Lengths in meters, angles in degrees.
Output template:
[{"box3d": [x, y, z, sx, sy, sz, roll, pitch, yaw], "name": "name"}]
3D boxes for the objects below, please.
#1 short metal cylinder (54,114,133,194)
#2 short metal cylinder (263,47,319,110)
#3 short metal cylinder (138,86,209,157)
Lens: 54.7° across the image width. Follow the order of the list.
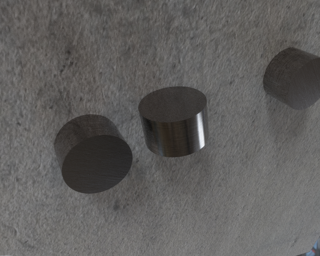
[{"box3d": [-0.079, 0.030, 0.367, 0.081, 0.050, 0.079, -14, 125, -21], "name": "short metal cylinder"}, {"box3d": [0.202, -0.073, 0.459, 0.081, 0.050, 0.079, -14, 125, -21], "name": "short metal cylinder"}, {"box3d": [0.018, -0.009, 0.377, 0.081, 0.080, 0.050, -21, 127, -16], "name": "short metal cylinder"}]
